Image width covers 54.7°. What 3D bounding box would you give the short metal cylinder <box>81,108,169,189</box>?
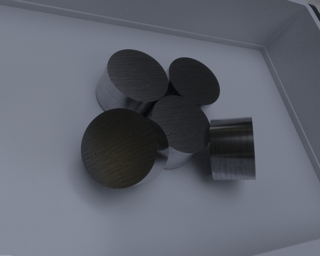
[{"bbox_3d":[-0.035,0.022,0.330,0.080,0.080,0.050,59,8,13],"label":"short metal cylinder"}]

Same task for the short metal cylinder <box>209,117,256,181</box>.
[{"bbox_3d":[0.094,0.027,0.396,0.050,0.080,0.080,-4,55,15],"label":"short metal cylinder"}]

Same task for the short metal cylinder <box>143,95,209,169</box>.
[{"bbox_3d":[0.017,0.006,0.393,0.081,0.050,0.080,14,56,-21],"label":"short metal cylinder"}]

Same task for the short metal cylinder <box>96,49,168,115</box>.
[{"bbox_3d":[-0.036,-0.054,0.401,0.081,0.050,0.080,14,56,-21],"label":"short metal cylinder"}]

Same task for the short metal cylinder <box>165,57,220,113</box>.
[{"bbox_3d":[0.038,-0.054,0.443,0.081,0.050,0.080,14,56,-21],"label":"short metal cylinder"}]
